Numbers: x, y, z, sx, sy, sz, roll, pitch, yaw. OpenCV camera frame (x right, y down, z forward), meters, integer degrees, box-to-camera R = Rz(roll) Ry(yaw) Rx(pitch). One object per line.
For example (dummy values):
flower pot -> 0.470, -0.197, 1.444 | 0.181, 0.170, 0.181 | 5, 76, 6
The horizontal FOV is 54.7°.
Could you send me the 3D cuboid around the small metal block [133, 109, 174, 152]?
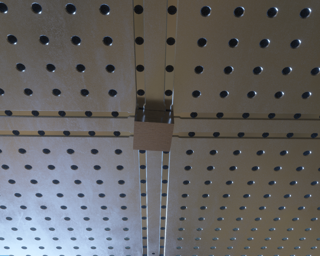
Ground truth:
small metal block -> -0.009, 0.004, 0.414 | 0.050, 0.025, 0.050 | 4, 130, -4
